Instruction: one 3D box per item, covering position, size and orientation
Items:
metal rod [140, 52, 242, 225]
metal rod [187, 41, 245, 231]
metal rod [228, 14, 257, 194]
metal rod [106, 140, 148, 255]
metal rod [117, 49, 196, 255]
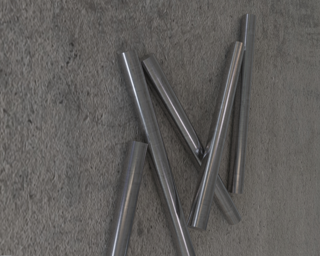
[{"bbox_3d":[0.051,0.030,0.447,0.025,0.025,0.299,-45,117,-31],"label":"metal rod"},{"bbox_3d":[0.087,-0.004,0.451,0.025,0.025,0.300,35,61,-35],"label":"metal rod"},{"bbox_3d":[0.138,-0.042,0.519,0.025,0.025,0.298,9,84,-40],"label":"metal rod"},{"bbox_3d":[-0.053,0.163,0.360,0.025,0.025,0.299,17,79,-39],"label":"metal rod"},{"bbox_3d":[0.001,0.049,0.404,0.025,0.025,0.298,-26,107,-37],"label":"metal rod"}]
